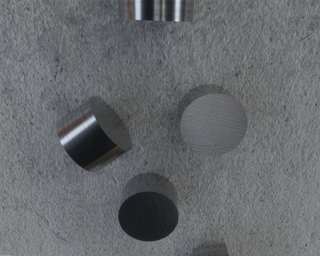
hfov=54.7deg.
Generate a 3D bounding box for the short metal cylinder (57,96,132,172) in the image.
[{"bbox_3d":[-0.079,0.008,0.382,0.050,0.080,0.080,-34,107,12],"label":"short metal cylinder"}]

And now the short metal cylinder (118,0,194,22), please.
[{"bbox_3d":[-0.004,-0.141,0.328,0.081,0.080,0.050,2,110,-1],"label":"short metal cylinder"}]

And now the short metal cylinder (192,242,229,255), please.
[{"bbox_3d":[0.082,0.217,0.461,0.050,0.080,0.080,-13,110,5],"label":"short metal cylinder"}]

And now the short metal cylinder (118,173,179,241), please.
[{"bbox_3d":[-0.015,0.111,0.437,0.081,0.050,0.079,0,110,0],"label":"short metal cylinder"}]

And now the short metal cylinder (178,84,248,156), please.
[{"bbox_3d":[0.064,-0.011,0.393,0.081,0.050,0.079,0,110,0],"label":"short metal cylinder"}]
